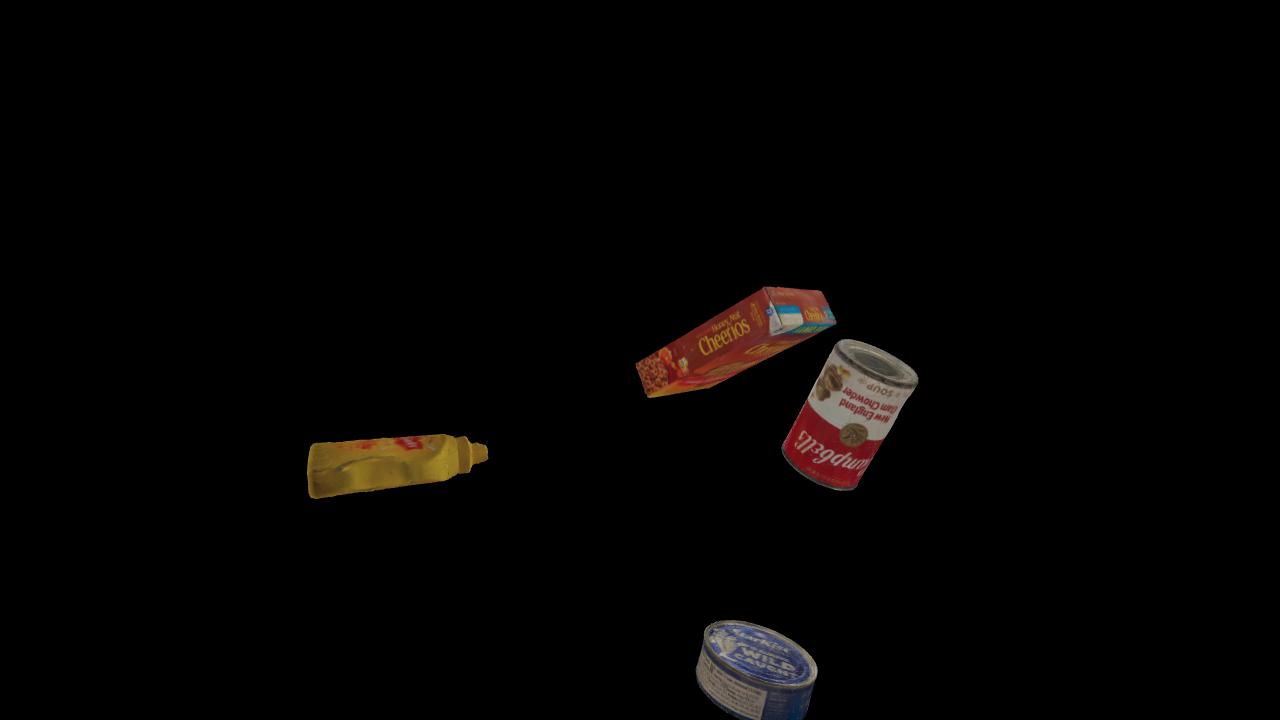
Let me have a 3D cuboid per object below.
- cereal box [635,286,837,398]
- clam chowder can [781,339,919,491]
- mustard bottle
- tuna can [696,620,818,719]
[{"bbox_3d":[0.168,-0.028,1.097,0.306,0.081,0.203,-30,-16,38],"label":"cereal box"},{"bbox_3d":[0.164,0.043,0.487,0.068,0.102,0.068,17,24,-8],"label":"clam chowder can"},{"bbox_3d":[-0.261,0.112,0.680,0.184,0.054,0.092,-3,4,-24],"label":"mustard bottle"},{"bbox_3d":[0.084,0.227,0.450,0.084,0.034,0.084,13,3,-1],"label":"tuna can"}]
